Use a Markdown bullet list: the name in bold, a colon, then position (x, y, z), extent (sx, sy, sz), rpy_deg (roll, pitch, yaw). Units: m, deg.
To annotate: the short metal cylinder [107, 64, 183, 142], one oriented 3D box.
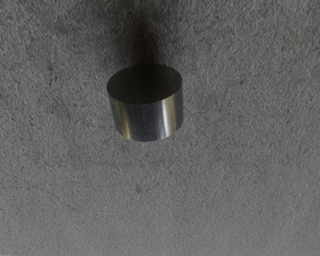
- **short metal cylinder**: position (-0.015, -0.030, 0.345), extent (0.080, 0.080, 0.050), rpy_deg (-3, 130, 3)
